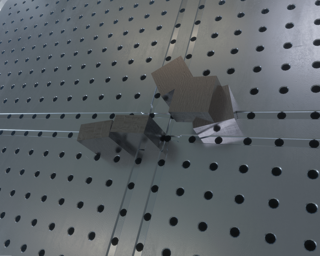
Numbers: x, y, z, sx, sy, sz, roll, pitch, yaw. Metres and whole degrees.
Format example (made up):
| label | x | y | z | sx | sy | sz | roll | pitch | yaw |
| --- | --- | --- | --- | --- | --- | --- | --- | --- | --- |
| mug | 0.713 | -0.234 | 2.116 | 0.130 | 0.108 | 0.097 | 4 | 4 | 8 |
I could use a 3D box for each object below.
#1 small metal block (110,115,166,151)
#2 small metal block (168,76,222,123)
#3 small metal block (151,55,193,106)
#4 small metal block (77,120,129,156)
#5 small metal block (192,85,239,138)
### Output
| label | x | y | z | sx | sy | sz | roll | pitch | yaw |
| --- | --- | --- | --- | --- | --- | --- | --- | --- | --- |
| small metal block | -0.028 | 0.006 | 0.404 | 0.050 | 0.050 | 0.025 | 2 | 63 | 29 |
| small metal block | 0.043 | -0.035 | 0.375 | 0.050 | 0.025 | 0.050 | 2 | 63 | 29 |
| small metal block | 0.021 | -0.067 | 0.439 | 0.050 | 0.025 | 0.050 | -29 | 52 | 9 |
| small metal block | -0.075 | 0.015 | 0.424 | 0.050 | 0.050 | 0.025 | -8 | 59 | 24 |
| small metal block | 0.067 | -0.021 | 0.386 | 0.050 | 0.025 | 0.050 | -15 | 56 | 20 |
